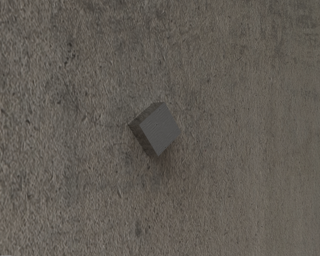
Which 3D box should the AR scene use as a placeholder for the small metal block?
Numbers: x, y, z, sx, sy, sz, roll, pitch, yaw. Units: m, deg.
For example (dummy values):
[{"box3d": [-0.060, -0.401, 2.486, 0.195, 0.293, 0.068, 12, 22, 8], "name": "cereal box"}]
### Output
[{"box3d": [-0.006, 0.001, 0.403, 0.050, 0.025, 0.050, -44, 117, -31], "name": "small metal block"}]
